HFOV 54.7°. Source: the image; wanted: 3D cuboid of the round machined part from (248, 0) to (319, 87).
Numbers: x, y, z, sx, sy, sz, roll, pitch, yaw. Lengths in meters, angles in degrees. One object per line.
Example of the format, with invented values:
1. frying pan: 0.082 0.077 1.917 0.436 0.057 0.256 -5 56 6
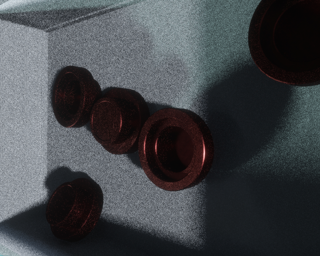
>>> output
1. round machined part: 0.136 -0.087 0.284 0.098 0.042 0.097 0 90 40

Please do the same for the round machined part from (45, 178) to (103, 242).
1. round machined part: -0.139 0.123 0.484 0.098 0.042 0.098 -22 48 28

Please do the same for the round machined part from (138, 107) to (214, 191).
1. round machined part: 0.023 0.025 0.377 0.098 0.042 0.097 0 90 40

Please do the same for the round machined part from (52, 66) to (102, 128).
1. round machined part: -0.131 -0.049 0.501 0.098 0.042 0.097 -2 87 43

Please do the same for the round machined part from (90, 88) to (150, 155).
1. round machined part: -0.064 -0.010 0.449 0.098 0.042 0.097 0 90 40
